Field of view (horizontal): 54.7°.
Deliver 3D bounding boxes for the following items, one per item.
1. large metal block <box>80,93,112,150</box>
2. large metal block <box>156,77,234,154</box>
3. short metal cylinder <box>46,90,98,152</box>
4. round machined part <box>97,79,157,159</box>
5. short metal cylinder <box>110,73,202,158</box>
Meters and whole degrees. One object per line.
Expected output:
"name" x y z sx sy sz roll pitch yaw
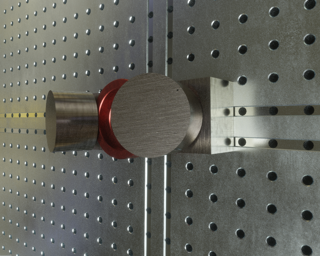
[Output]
"large metal block" -0.077 -0.010 0.457 0.080 0.050 0.080 1 91 40
"large metal block" 0.037 -0.013 0.362 0.080 0.050 0.080 -1 90 40
"short metal cylinder" -0.118 -0.009 0.409 0.080 0.050 0.079 4 94 61
"round machined part" -0.036 -0.011 0.390 0.098 0.042 0.097 0 90 40
"short metal cylinder" -0.002 -0.012 0.313 0.080 0.050 0.080 0 90 20
